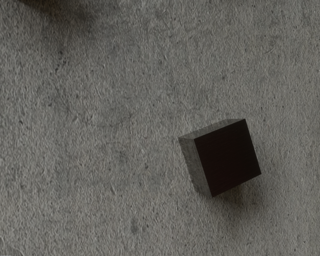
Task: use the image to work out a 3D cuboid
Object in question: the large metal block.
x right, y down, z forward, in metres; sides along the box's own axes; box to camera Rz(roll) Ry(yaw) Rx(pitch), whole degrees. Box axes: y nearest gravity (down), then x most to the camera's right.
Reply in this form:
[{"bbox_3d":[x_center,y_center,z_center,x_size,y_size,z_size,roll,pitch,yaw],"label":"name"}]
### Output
[{"bbox_3d":[0.081,0.038,0.426,0.081,0.050,0.080,-20,97,-19],"label":"large metal block"}]
